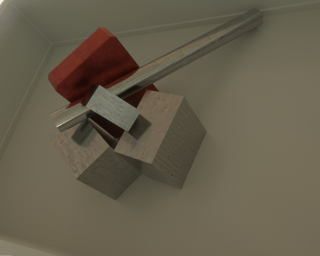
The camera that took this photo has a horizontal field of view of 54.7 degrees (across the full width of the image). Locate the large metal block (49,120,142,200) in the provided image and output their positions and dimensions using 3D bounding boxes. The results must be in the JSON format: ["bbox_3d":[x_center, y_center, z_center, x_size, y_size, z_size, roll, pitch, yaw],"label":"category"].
[{"bbox_3d":[-0.079,0.035,0.389,0.050,0.080,0.080,-45,51,-3],"label":"large metal block"}]

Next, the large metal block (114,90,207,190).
[{"bbox_3d":[0.005,0.014,0.357,0.050,0.080,0.080,14,69,33],"label":"large metal block"}]

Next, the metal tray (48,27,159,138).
[{"bbox_3d":[-0.064,-0.052,0.399,0.090,0.130,0.030,-43,50,0],"label":"metal tray"}]

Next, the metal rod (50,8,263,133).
[{"bbox_3d":[0.007,-0.079,0.390,0.302,0.025,0.025,-30,50,-14],"label":"metal rod"}]

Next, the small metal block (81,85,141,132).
[{"bbox_3d":[-0.055,-0.023,0.334,0.025,0.050,0.050,-59,21,-4],"label":"small metal block"}]
